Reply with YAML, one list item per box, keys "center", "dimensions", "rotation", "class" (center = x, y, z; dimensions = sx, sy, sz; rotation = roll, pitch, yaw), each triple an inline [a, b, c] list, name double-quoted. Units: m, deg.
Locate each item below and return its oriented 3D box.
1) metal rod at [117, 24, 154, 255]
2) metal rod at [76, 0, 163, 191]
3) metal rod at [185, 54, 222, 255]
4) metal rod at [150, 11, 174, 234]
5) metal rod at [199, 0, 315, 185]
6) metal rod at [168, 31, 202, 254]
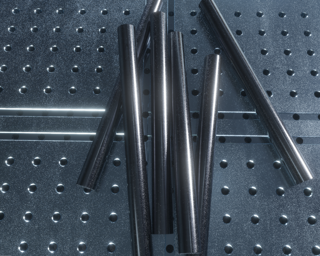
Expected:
- center: [-0.033, 0.008, 0.391]
  dimensions: [0.025, 0.025, 0.299]
  rotation: [-5, 76, -2]
  class: "metal rod"
- center: [-0.049, -0.061, 0.433]
  dimensions: [0.025, 0.025, 0.300]
  rotation: [16, 71, 5]
  class: "metal rod"
- center: [0.057, 0.039, 0.397]
  dimensions: [0.025, 0.025, 0.299]
  rotation: [7, 70, 3]
  class: "metal rod"
- center: [0.001, -0.018, 0.408]
  dimensions: [0.025, 0.025, 0.299]
  rotation: [-1, 74, 0]
  class: "metal rod"
- center: [0.127, -0.064, 0.435]
  dimensions: [0.025, 0.025, 0.299]
  rotation: [-20, 71, -7]
  class: "metal rod"
- center: [0.028, 0.000, 0.399]
  dimensions: [0.025, 0.025, 0.299]
  rotation: [-2, 65, -1]
  class: "metal rod"
